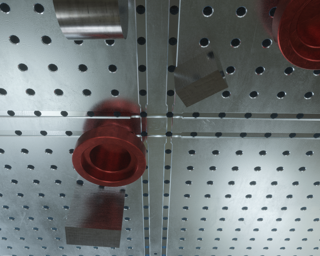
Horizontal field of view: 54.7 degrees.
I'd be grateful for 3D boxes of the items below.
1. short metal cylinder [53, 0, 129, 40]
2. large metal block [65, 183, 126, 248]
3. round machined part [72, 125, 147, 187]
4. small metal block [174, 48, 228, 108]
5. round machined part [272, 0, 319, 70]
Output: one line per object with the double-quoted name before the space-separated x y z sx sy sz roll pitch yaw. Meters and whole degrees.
"short metal cylinder" -0.058 -0.119 0.273 0.050 0.080 0.079 -1 130 1
"large metal block" -0.099 0.137 0.492 0.081 0.080 0.050 6 130 -5
"round machined part" -0.067 0.034 0.429 0.099 0.042 0.097 0 130 0
"small metal block" 0.044 -0.057 0.347 0.050 0.050 0.025 -26 126 20
"round machined part" 0.162 -0.111 0.307 0.099 0.042 0.097 0 130 0
